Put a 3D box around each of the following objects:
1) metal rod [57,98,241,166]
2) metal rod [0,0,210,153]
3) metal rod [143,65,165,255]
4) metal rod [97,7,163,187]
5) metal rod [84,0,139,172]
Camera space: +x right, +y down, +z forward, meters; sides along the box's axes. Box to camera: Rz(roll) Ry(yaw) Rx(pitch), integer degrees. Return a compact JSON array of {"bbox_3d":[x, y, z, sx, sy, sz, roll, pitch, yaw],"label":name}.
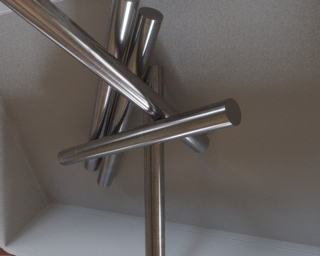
[{"bbox_3d":[-0.041,0.016,0.372,0.299,0.025,0.025,-16,111,43],"label":"metal rod"},{"bbox_3d":[-0.042,-0.051,0.304,0.025,0.025,0.301,-19,139,35],"label":"metal rod"},{"bbox_3d":[-0.007,0.075,0.380,0.025,0.025,0.298,2,95,27],"label":"metal rod"},{"bbox_3d":[-0.050,-0.012,0.405,0.025,0.025,0.298,30,134,8],"label":"metal rod"},{"bbox_3d":[-0.070,-0.031,0.392,0.025,0.025,0.298,32,139,7],"label":"metal rod"}]
